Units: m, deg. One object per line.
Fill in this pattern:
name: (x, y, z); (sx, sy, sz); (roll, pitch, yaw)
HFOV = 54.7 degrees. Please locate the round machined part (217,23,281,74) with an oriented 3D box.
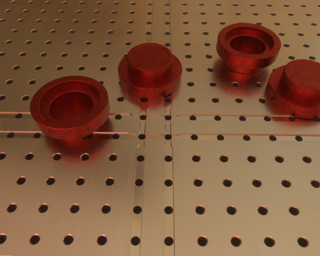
round machined part: (0.141, -0.126, 0.505); (0.099, 0.042, 0.098); (0, 50, 0)

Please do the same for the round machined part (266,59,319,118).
round machined part: (0.211, -0.064, 0.453); (0.099, 0.042, 0.098); (0, 50, 0)

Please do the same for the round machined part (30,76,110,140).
round machined part: (-0.116, -0.022, 0.414); (0.099, 0.042, 0.098); (0, 50, 0)

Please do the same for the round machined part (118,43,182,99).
round machined part: (-0.015, -0.094, 0.475); (0.099, 0.042, 0.098); (0, 50, 0)
